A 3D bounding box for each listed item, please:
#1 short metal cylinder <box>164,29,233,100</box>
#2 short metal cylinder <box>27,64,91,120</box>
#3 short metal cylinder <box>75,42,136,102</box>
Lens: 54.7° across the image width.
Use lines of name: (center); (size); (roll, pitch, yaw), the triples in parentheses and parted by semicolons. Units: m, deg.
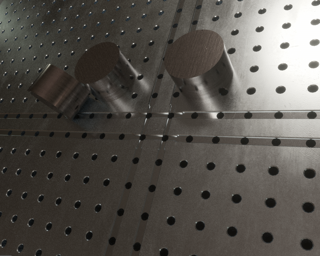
short metal cylinder: (0.052, -0.084, 0.415); (0.080, 0.050, 0.080); (-13, 56, 20)
short metal cylinder: (-0.158, -0.055, 0.487); (0.080, 0.080, 0.050); (24, 75, 36)
short metal cylinder: (-0.086, -0.088, 0.489); (0.080, 0.050, 0.080); (-13, 56, 20)
